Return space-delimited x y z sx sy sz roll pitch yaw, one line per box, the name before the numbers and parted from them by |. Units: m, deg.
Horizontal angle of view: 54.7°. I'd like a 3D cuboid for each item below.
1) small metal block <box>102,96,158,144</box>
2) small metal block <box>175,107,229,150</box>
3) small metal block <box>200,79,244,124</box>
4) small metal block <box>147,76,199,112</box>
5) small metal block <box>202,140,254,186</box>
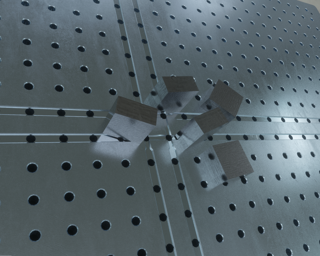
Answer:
small metal block | -0.037 -0.008 0.379 0.050 0.050 0.025 18 55 -19
small metal block | 0.057 0.001 0.424 0.050 0.050 0.025 -22 74 -36
small metal block | 0.098 -0.041 0.489 0.050 0.025 0.050 35 51 -5
small metal block | 0.017 -0.047 0.432 0.050 0.050 0.025 -7 65 -32
small metal block | 0.095 0.048 0.432 0.050 0.025 0.050 -9 66 -32
